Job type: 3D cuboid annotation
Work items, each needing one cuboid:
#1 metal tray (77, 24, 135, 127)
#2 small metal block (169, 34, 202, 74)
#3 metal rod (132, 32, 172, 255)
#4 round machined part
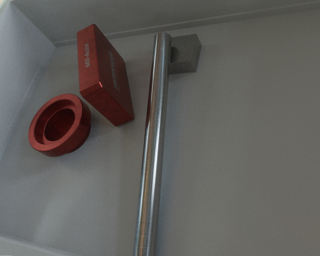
[{"bbox_3d":[-0.079,-0.077,0.450,0.030,0.090,0.130,-23,53,14],"label":"metal tray"},{"bbox_3d":[0.030,-0.108,0.455,0.050,0.025,0.050,0,61,27],"label":"small metal block"},{"bbox_3d":[-0.007,0.008,0.385,0.025,0.025,0.299,-7,64,24],"label":"metal rod"},{"bbox_3d":[-0.145,0.000,0.469,0.098,0.042,0.098,-13,56,20],"label":"round machined part"}]
